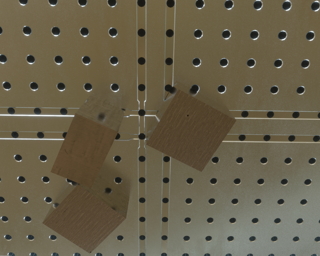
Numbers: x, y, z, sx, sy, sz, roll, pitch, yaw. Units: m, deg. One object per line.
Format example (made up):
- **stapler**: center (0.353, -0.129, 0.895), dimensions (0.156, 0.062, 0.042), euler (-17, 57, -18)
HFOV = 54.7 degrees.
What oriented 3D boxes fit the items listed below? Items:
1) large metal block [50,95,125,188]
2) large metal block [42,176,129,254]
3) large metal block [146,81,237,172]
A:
- **large metal block**: center (-0.087, 0.014, 0.388), dimensions (0.050, 0.080, 0.080), euler (25, 108, -9)
- **large metal block**: center (-0.103, 0.117, 0.442), dimensions (0.080, 0.050, 0.080), euler (40, 105, -14)
- **large metal block**: center (0.037, -0.003, 0.400), dimensions (0.080, 0.050, 0.080), euler (27, 108, -10)
